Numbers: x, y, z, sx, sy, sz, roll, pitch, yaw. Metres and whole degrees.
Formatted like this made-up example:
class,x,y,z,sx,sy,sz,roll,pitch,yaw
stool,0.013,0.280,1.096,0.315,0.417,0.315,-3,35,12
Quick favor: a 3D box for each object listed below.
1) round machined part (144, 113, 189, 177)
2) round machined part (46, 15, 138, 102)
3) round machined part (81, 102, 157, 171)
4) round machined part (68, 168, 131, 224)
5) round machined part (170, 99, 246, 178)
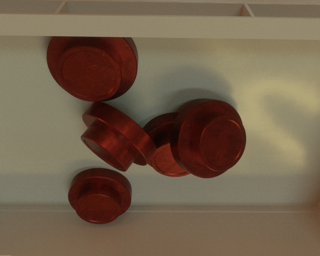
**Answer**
class,x,y,z,sx,sy,sz,roll,pitch,yaw
round machined part,0.021,0.030,0.423,0.099,0.042,0.097,0,130,0
round machined part,-0.074,-0.068,0.339,0.099,0.042,0.097,0,130,0
round machined part,-0.056,0.016,0.376,0.098,0.042,0.098,32,159,14
round machined part,-0.095,0.113,0.487,0.099,0.042,0.097,-1,124,-1
round machined part,0.065,0.015,0.377,0.099,0.042,0.097,-5,101,-27
